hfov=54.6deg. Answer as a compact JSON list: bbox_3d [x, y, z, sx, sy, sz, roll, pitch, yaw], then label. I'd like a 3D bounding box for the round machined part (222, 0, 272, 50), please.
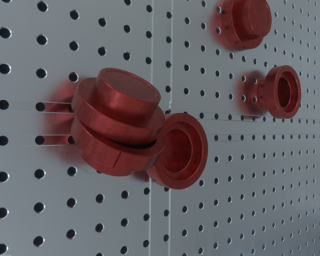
[{"bbox_3d":[0.152,-0.184,0.523,0.099,0.042,0.097,0,90,-40],"label":"round machined part"}]

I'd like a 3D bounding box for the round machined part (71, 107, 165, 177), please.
[{"bbox_3d":[-0.048,0.014,0.334,0.099,0.098,0.042,5,124,-40],"label":"round machined part"}]

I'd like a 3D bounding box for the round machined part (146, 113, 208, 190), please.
[{"bbox_3d":[0.015,0.029,0.410,0.099,0.042,0.097,0,90,-40],"label":"round machined part"}]

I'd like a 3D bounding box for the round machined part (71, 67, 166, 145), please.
[{"bbox_3d":[-0.038,-0.029,0.326,0.099,0.098,0.042,5,123,-40],"label":"round machined part"}]

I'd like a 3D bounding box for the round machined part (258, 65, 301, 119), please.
[{"bbox_3d":[0.221,-0.066,0.581,0.099,0.042,0.097,0,90,-40],"label":"round machined part"}]
